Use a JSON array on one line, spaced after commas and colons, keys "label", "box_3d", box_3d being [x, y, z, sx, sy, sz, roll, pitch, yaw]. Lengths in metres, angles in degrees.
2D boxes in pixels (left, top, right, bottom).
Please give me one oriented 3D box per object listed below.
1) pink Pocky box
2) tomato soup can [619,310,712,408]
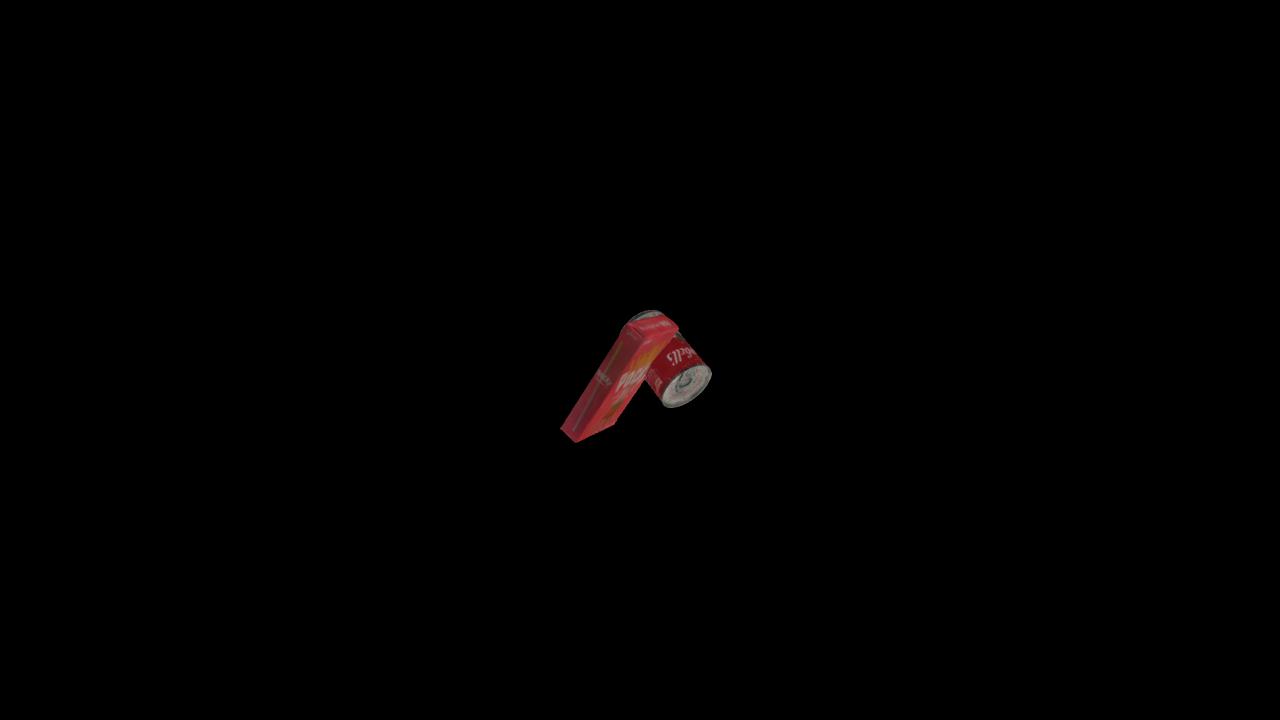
[{"label": "pink Pocky box", "box_3d": [-0.022, 0.020, 0.680, 0.029, 0.155, 0.084, 41, 26, 16]}, {"label": "tomato soup can", "box_3d": [0.027, -0.003, 0.716, 0.068, 0.068, 0.101, 0, 42, -43]}]
